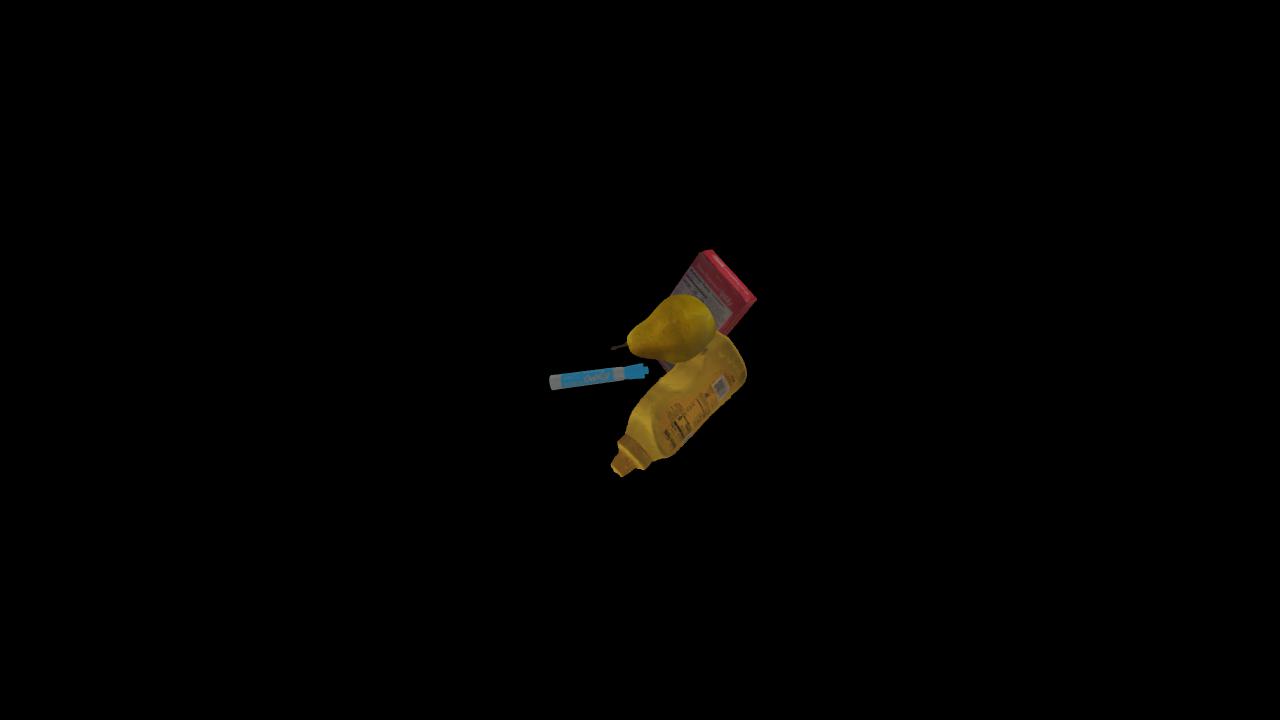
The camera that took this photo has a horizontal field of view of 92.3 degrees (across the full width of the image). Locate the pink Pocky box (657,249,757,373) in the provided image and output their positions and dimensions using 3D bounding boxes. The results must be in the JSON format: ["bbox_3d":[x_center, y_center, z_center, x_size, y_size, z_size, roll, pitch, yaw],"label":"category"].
[{"bbox_3d":[0.067,-0.049,0.745,0.029,0.084,0.155,-18,-28,-45],"label":"pink Pocky box"}]

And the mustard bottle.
[{"bbox_3d":[0.037,0.056,0.669,0.054,0.184,0.092,36,-16,34],"label":"mustard bottle"}]

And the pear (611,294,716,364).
[{"bbox_3d":[0.025,-0.027,0.667,0.111,0.080,0.080,-21,4,-12],"label":"pear"}]

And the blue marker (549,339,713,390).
[{"bbox_3d":[-0.049,0.020,0.745,0.121,0.020,0.020,-8,-1,7],"label":"blue marker"}]
